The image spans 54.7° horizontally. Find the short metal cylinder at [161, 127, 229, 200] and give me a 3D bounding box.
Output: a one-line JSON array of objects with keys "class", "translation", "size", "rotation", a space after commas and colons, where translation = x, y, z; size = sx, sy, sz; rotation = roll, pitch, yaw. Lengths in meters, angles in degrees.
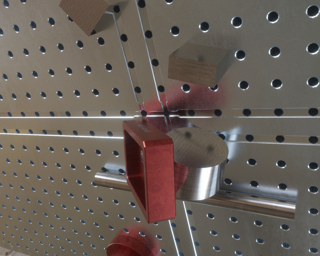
[{"class": "short metal cylinder", "translation": [0.039, 0.042, 0.381], "size": [0.080, 0.080, 0.050], "rotation": [17, 125, 18]}]

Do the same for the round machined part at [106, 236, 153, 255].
[{"class": "round machined part", "translation": [-0.061, 0.257, 0.592], "size": [0.098, 0.042, 0.097], "rotation": [13, 124, 21]}]

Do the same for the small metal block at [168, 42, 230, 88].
[{"class": "small metal block", "translation": [0.042, -0.069, 0.330], "size": [0.050, 0.050, 0.025], "rotation": [16, 125, 19]}]

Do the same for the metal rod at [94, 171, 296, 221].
[{"class": "metal rod", "translation": [0.034, 0.094, 0.451], "size": [0.301, 0.025, 0.025], "rotation": [4, 120, 26]}]

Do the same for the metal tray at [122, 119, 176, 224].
[{"class": "metal tray", "translation": [-0.017, 0.044, 0.375], "size": [0.030, 0.130, 0.089], "rotation": [-6, 102, -15]}]

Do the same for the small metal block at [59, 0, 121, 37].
[{"class": "small metal block", "translation": [-0.083, -0.146, 0.365], "size": [0.050, 0.025, 0.050], "rotation": [46, 129, -4]}]
